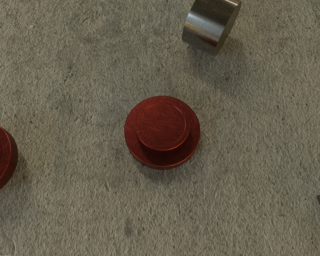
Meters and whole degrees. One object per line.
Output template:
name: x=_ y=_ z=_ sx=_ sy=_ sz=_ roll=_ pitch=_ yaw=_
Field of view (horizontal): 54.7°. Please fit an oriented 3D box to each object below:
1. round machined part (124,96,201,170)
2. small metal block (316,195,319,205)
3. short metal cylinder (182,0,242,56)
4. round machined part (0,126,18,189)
round machined part: x=0.003 y=0.002 z=0.398 sx=0.099 sy=0.042 sz=0.098 roll=0 pitch=70 yaw=-1
small metal block: x=0.228 y=0.100 z=0.374 sx=0.050 sy=0.025 sz=0.050 roll=-10 pitch=70 yaw=-4
short metal cylinder: x=0.072 y=-0.148 z=0.434 sx=0.050 sy=0.080 sz=0.080 roll=29 pitch=72 yaw=9
round machined part: x=-0.224 y=0.041 z=0.382 sx=0.099 sy=0.042 sz=0.098 roll=0 pitch=70 yaw=-1
